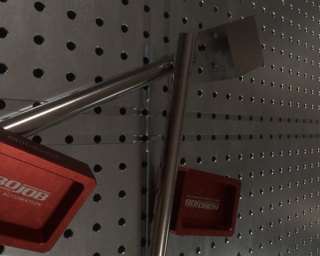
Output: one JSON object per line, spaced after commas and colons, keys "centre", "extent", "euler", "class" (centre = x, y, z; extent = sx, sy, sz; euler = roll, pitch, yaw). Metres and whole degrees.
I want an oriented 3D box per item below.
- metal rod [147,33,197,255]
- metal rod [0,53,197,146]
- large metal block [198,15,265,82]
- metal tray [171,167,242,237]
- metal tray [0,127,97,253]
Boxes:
{"centre": [0.015, 0.028, 0.404], "extent": [0.025, 0.025, 0.298], "euler": [7, 92, -40], "class": "metal rod"}
{"centre": [-0.063, -0.042, 0.357], "extent": [0.302, 0.025, 0.025], "euler": [-30, 109, -36], "class": "metal rod"}
{"centre": [0.115, -0.126, 0.492], "extent": [0.081, 0.050, 0.080], "euler": [-29, 108, -37], "class": "large metal block"}
{"centre": [0.067, 0.112, 0.464], "extent": [0.131, 0.030, 0.090], "euler": [18, 79, -39], "class": "metal tray"}
{"centre": [-0.134, 0.053, 0.271], "extent": [0.130, 0.030, 0.090], "euler": [32, 95, -36], "class": "metal tray"}
